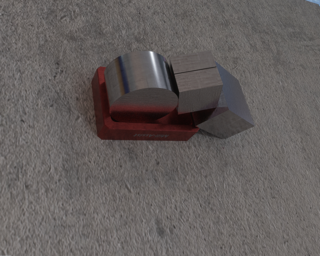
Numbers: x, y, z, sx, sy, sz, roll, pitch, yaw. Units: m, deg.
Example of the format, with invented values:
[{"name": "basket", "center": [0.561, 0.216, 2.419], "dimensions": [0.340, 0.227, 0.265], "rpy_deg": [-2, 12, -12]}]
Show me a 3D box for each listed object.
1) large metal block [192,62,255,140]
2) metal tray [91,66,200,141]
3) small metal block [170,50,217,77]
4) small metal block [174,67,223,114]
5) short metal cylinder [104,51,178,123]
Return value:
[{"name": "large metal block", "center": [0.083, -0.038, 0.438], "dimensions": [0.080, 0.050, 0.080], "rpy_deg": [22, 49, -48]}, {"name": "metal tray", "center": [-0.019, -0.030, 0.410], "dimensions": [0.131, 0.030, 0.090], "rpy_deg": [2, 61, -27]}, {"name": "small metal block", "center": [0.039, -0.066, 0.383], "dimensions": [0.050, 0.050, 0.025], "rpy_deg": [-11, 63, -4]}, {"name": "small metal block", "center": [0.044, -0.044, 0.372], "dimensions": [0.050, 0.050, 0.025], "rpy_deg": [-11, 63, -4]}, {"name": "short metal cylinder", "center": [-0.023, -0.046, 0.369], "dimensions": [0.081, 0.080, 0.050], "rpy_deg": [1, 62, -28]}]
